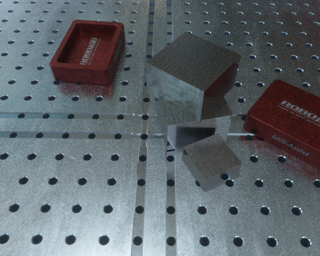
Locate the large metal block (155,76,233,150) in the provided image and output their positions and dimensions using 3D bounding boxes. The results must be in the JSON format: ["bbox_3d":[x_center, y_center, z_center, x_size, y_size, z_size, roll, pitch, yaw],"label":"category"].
[{"bbox_3d":[0.040,-0.023,0.411,0.081,0.050,0.080,-9,51,-8],"label":"large metal block"}]

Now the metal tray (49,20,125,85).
[{"bbox_3d":[-0.115,-0.129,0.511,0.090,0.030,0.130,5,50,4],"label":"metal tray"}]

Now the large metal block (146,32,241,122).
[{"bbox_3d":[0.040,-0.065,0.381,0.080,0.050,0.080,31,56,23],"label":"large metal block"}]

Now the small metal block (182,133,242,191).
[{"bbox_3d":[0.061,0.040,0.374,0.050,0.025,0.050,-21,53,-17],"label":"small metal block"}]

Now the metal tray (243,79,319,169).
[{"bbox_3d":[0.191,-0.006,0.410,0.130,0.030,0.090,31,56,23],"label":"metal tray"}]
